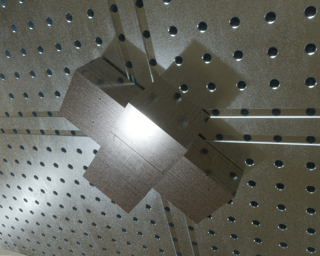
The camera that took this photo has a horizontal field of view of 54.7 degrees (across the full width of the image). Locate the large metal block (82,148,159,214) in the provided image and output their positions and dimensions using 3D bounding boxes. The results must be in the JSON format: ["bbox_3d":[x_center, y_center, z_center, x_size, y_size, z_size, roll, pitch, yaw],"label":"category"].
[{"bbox_3d":[-0.045,0.056,0.433,0.080,0.080,0.050,39,129,1],"label":"large metal block"}]

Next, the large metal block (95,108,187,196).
[{"bbox_3d":[-0.021,0.025,0.402,0.080,0.080,0.050,39,129,1],"label":"large metal block"}]

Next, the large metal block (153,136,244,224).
[{"bbox_3d":[0.048,0.068,0.411,0.080,0.050,0.080,39,130,1],"label":"large metal block"}]

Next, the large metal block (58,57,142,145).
[{"bbox_3d":[-0.077,-0.032,0.410,0.080,0.050,0.080,38,130,2],"label":"large metal block"}]

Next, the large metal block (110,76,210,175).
[{"bbox_3d":[0.003,-0.005,0.370,0.080,0.080,0.050,39,129,1],"label":"large metal block"}]
